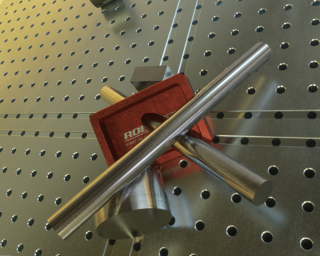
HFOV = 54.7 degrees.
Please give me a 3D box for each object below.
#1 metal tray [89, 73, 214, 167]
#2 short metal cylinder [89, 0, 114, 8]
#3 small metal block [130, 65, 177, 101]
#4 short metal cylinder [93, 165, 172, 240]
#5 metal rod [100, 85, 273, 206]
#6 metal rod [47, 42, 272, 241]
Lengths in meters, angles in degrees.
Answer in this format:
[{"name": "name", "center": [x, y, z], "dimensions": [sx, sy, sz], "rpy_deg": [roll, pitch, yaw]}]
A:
[{"name": "metal tray", "center": [-0.011, 0.001, 0.381], "dimensions": [0.130, 0.030, 0.090], "rpy_deg": [-24, 85, 13]}, {"name": "short metal cylinder", "center": [-0.119, -0.285, 0.608], "dimensions": [0.050, 0.080, 0.080], "rpy_deg": [-22, 54, 15]}, {"name": "small metal block", "center": [-0.005, -0.061, 0.431], "dimensions": [0.050, 0.050, 0.025], "rpy_deg": [3, 64, 29]}, {"name": "short metal cylinder", "center": [-0.032, 0.082, 0.338], "dimensions": [0.080, 0.080, 0.050], "rpy_deg": [-25, 53, 13]}, {"name": "metal rod", "center": [0.003, 0.000, 0.372], "dimensions": [0.025, 0.025, 0.300], "rpy_deg": [-49, 42, -7]}, {"name": "metal rod", "center": [0.016, -0.001, 0.325], "dimensions": [0.301, 0.025, 0.025], "rpy_deg": [-40, 50, -19]}]
